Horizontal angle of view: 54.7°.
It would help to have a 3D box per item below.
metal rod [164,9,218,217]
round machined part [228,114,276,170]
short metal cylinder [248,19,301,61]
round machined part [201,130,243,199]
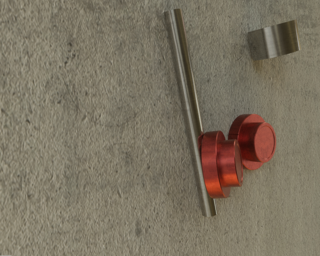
[{"bbox_3d":[0.047,-0.015,0.446,0.025,0.025,0.298,-19,103,-39],"label":"metal rod"},{"bbox_3d":[0.164,0.024,0.535,0.099,0.042,0.097,0,90,-40],"label":"round machined part"},{"bbox_3d":[0.198,-0.152,0.538,0.081,0.080,0.050,-25,106,-37],"label":"short metal cylinder"},{"bbox_3d":[0.094,0.052,0.448,0.098,0.042,0.097,-8,90,-68],"label":"round machined part"}]
